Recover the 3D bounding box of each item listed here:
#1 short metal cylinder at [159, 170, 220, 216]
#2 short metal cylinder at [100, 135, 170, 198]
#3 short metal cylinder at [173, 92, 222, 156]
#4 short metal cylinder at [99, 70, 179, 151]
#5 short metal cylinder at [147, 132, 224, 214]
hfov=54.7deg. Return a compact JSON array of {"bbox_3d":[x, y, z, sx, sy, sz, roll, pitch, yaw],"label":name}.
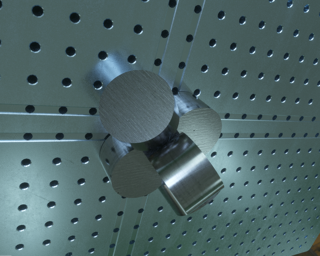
[{"bbox_3d":[0.041,0.079,0.439,0.080,0.080,0.050,-35,94,-5],"label":"short metal cylinder"},{"bbox_3d":[-0.032,0.044,0.405,0.081,0.050,0.079,-14,125,-21],"label":"short metal cylinder"},{"bbox_3d":[0.034,-0.002,0.413,0.081,0.050,0.079,-14,125,-21],"label":"short metal cylinder"},{"bbox_3d":[-0.021,-0.018,0.345,0.080,0.080,0.050,-40,164,-2],"label":"short metal cylinder"},{"bbox_3d":[0.029,0.052,0.358,0.050,0.080,0.080,-36,129,-5],"label":"short metal cylinder"}]
